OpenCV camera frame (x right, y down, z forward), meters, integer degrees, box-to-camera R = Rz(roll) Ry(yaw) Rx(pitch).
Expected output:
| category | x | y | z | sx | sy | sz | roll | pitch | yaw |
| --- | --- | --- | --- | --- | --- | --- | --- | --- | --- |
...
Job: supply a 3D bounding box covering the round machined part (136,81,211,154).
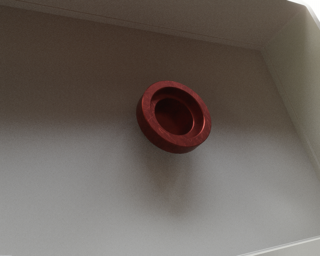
| category | x | y | z | sx | sy | sz | roll | pitch | yaw |
| --- | --- | --- | --- | --- | --- | --- | --- | --- | --- |
| round machined part | 0.014 | -0.010 | 0.406 | 0.099 | 0.042 | 0.098 | 14 | 56 | -21 |
